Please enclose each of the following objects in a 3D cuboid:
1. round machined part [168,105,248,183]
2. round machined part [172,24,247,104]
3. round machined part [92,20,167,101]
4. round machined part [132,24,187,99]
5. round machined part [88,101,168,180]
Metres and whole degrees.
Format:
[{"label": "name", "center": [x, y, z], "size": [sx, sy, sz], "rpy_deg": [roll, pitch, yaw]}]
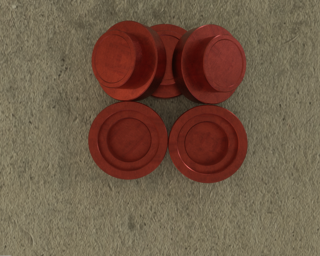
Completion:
[{"label": "round machined part", "center": [0.059, 0.020, 0.403], "size": [0.099, 0.042, 0.097], "rpy_deg": [0, 90, -1]}, {"label": "round machined part", "center": [0.067, -0.078, 0.382], "size": [0.099, 0.042, 0.097], "rpy_deg": [-4, 97, -31]}, {"label": "round machined part", "center": [-0.044, -0.082, 0.378], "size": [0.098, 0.042, 0.097], "rpy_deg": [2, 95, 33]}, {"label": "round machined part", "center": [0.007, -0.087, 0.402], "size": [0.099, 0.042, 0.097], "rpy_deg": [0, 90, -1]}, {"label": "round machined part", "center": [-0.039, 0.015, 0.402], "size": [0.099, 0.042, 0.097], "rpy_deg": [0, 90, -1]}]
